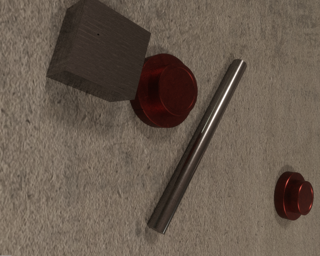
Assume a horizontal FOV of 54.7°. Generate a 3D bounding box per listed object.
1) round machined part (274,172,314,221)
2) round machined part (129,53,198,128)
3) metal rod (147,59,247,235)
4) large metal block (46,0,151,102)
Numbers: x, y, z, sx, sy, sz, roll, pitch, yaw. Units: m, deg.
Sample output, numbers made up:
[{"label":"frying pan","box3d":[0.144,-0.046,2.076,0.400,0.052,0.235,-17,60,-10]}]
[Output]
[{"label":"round machined part","box3d":[0.278,0.139,0.631,0.099,0.042,0.097,0,90,-40]},{"label":"round machined part","box3d":[0.011,-0.049,0.405,0.099,0.042,0.097,0,90,-40]},{"label":"metal rod","box3d":[0.064,0.013,0.460,0.025,0.025,0.300,45,63,-31]},{"label":"large metal block","box3d":[-0.064,-0.080,0.336,0.080,0.050,0.080,21,77,-38]}]
